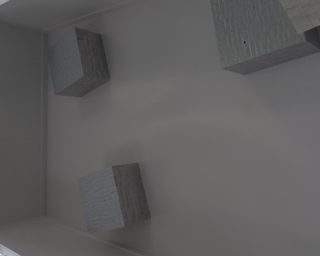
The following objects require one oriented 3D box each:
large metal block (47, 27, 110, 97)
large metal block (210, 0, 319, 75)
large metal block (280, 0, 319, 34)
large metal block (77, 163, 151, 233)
[{"bbox_3d":[-0.133,-0.102,0.500,0.080,0.050,0.080,-21,77,38],"label":"large metal block"},{"bbox_3d":[0.102,-0.105,0.306,0.080,0.050,0.080,-13,82,40],"label":"large metal block"},{"bbox_3d":[0.143,-0.127,0.235,0.080,0.080,0.050,-16,118,51],"label":"large metal block"},{"bbox_3d":[-0.068,0.101,0.447,0.080,0.050,0.080,-23,75,37],"label":"large metal block"}]
